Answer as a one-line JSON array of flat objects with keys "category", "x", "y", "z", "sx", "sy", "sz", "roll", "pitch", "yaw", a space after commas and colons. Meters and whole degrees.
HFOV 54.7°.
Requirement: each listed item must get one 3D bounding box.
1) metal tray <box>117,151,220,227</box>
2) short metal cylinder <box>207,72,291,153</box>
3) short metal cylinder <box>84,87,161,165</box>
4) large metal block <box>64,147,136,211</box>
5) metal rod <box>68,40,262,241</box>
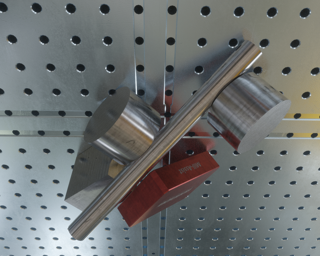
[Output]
[{"category": "metal tray", "x": 0.015, "y": 0.080, "z": 0.425, "sx": 0.131, "sy": 0.030, "sz": 0.090, "roll": -11, "pitch": 148, "yaw": -51}, {"category": "short metal cylinder", "x": 0.101, "y": -0.017, "z": 0.356, "sx": 0.080, "sy": 0.050, "sz": 0.080, "roll": -32, "pitch": 152, "yaw": -19}, {"category": "short metal cylinder", "x": -0.045, "y": -0.003, "z": 0.372, "sx": 0.080, "sy": 0.080, "sz": 0.050, "roll": -36, "pitch": 122, "yaw": 26}, {"category": "large metal block", "x": -0.077, "y": 0.064, "z": 0.428, "sx": 0.080, "sy": 0.080, "sz": 0.050, "roll": -32, "pitch": 123, "yaw": 24}, {"category": "metal rod", "x": 0.000, "y": 0.020, "z": 0.358, "sx": 0.299, "sy": 0.025, "sz": 0.025, "roll": -47, "pitch": 119, "yaw": 7}]
